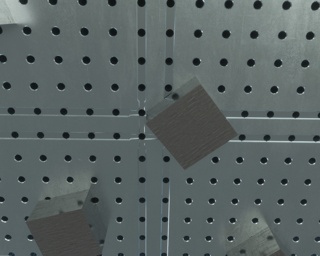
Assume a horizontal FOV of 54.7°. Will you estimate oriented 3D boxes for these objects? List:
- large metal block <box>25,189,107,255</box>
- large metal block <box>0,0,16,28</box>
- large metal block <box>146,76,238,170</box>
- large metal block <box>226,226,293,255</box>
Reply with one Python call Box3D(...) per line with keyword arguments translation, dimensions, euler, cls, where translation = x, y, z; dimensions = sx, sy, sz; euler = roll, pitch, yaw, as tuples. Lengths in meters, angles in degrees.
Box3D(translation=(-0.132, 0.144, 0.452), dimensions=(0.080, 0.050, 0.080), euler=(-15, 110, 5), cls="large metal block")
Box3D(translation=(-0.226, -0.144, 0.344), dimensions=(0.080, 0.050, 0.080), euler=(-16, 110, 5), cls="large metal block")
Box3D(translation=(0.039, -0.007, 0.398), dimensions=(0.080, 0.050, 0.080), euler=(-36, 107, 12), cls="large metal block")
Box3D(translation=(0.165, 0.216, 0.482), dimensions=(0.080, 0.050, 0.080), euler=(-37, 106, 12), cls="large metal block")
